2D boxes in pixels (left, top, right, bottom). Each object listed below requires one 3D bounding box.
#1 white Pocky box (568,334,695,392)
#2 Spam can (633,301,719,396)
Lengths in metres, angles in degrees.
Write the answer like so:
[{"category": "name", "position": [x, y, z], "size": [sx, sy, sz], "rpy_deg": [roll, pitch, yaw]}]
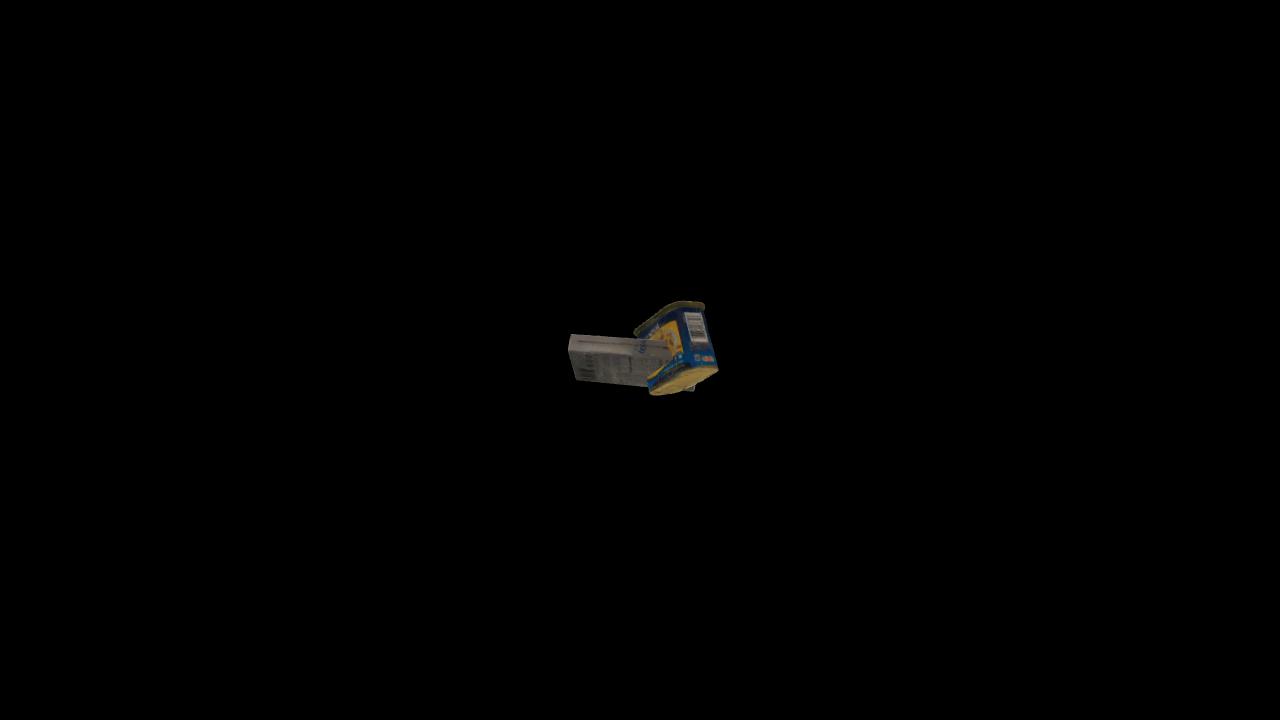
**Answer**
[{"category": "white Pocky box", "position": [-0.007, 0.004, 0.752], "size": [0.154, 0.028, 0.084], "rpy_deg": [5, -29, 4]}, {"category": "Spam can", "position": [0.043, -0.012, 0.746], "size": [0.058, 0.085, 0.101], "rpy_deg": [0, -21, -34]}]
